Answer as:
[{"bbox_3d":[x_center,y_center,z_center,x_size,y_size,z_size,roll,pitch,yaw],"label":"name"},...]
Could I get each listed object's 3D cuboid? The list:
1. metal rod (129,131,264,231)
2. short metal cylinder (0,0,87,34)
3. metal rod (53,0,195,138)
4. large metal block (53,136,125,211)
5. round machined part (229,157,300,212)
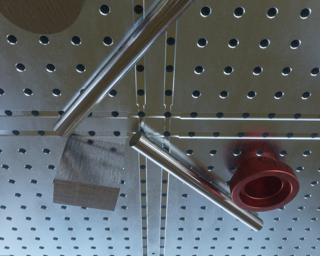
[{"bbox_3d":[0.072,0.095,0.494,0.025,0.025,0.301,-37,122,27],"label":"metal rod"},{"bbox_3d":[-0.106,-0.133,0.280,0.081,0.050,0.079,0,130,0],"label":"short metal cylinder"},{"bbox_3d":[-0.031,-0.084,0.339,0.025,0.025,0.299,34,122,-26],"label":"metal rod"},{"bbox_3d":[-0.095,0.061,0.426,0.081,0.080,0.050,11,129,-9],"label":"large metal block"},{"bbox_3d":[0.155,0.082,0.473,0.099,0.042,0.097,-1,130,0],"label":"round machined part"}]
